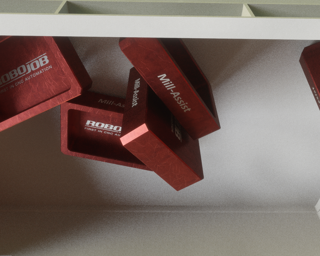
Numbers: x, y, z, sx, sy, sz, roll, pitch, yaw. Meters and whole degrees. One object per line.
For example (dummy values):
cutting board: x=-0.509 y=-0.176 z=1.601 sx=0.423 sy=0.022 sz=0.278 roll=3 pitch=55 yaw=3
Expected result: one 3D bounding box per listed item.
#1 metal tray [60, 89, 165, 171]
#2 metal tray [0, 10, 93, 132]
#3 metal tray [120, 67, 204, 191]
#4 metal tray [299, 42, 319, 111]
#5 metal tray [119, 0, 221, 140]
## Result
metal tray: x=-0.059 y=0.005 z=0.401 sx=0.131 sy=0.030 sz=0.089 roll=12 pitch=129 yaw=-4
metal tray: x=-0.152 y=-0.057 z=0.335 sx=0.130 sy=0.030 sz=0.090 roll=-21 pitch=107 yaw=17
metal tray: x=0.004 y=-0.009 z=0.332 sx=0.030 sy=0.130 sz=0.090 roll=-31 pitch=124 yaw=23
metal tray: x=0.213 y=-0.037 z=0.319 sx=0.090 sy=0.129 sz=0.030 roll=-20 pitch=169 yaw=16
metal tray: x=0.014 y=-0.060 z=0.314 sx=0.030 sy=0.090 sz=0.130 roll=-27 pitch=125 yaw=21
